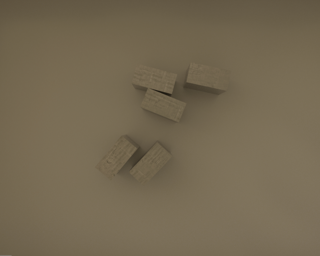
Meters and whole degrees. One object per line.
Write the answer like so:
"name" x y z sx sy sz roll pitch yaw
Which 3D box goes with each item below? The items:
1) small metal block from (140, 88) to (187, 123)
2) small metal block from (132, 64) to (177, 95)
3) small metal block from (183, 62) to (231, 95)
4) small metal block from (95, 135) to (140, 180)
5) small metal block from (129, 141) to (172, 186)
"small metal block" 0.004 -0.028 0.399 0.050 0.050 0.025 22 90 -1
"small metal block" -0.007 -0.059 0.399 0.050 0.050 0.025 15 90 -1
"small metal block" 0.059 -0.063 0.400 0.050 0.050 0.025 12 90 -1
"small metal block" -0.053 0.036 0.398 0.025 0.050 0.050 40 90 -1
"small metal block" -0.011 0.044 0.399 0.025 0.050 0.050 44 90 -1
